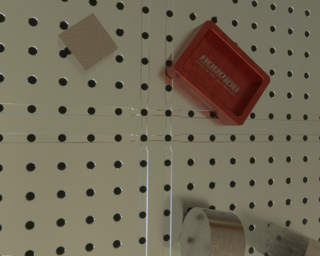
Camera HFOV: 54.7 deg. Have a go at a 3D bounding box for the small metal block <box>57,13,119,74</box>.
[{"bbox_3d":[-0.088,-0.103,0.380,0.050,0.025,0.050,-40,103,-16],"label":"small metal block"}]

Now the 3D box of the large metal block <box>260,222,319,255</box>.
[{"bbox_3d":[0.213,0.187,0.462,0.080,0.080,0.050,24,82,-19],"label":"large metal block"}]

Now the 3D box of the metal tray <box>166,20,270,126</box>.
[{"bbox_3d":[0.085,-0.075,0.441,0.130,0.030,0.090,38,78,-16],"label":"metal tray"}]

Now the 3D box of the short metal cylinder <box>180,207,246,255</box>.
[{"bbox_3d":[0.067,0.149,0.408,0.050,0.080,0.080,13,86,-20],"label":"short metal cylinder"}]
